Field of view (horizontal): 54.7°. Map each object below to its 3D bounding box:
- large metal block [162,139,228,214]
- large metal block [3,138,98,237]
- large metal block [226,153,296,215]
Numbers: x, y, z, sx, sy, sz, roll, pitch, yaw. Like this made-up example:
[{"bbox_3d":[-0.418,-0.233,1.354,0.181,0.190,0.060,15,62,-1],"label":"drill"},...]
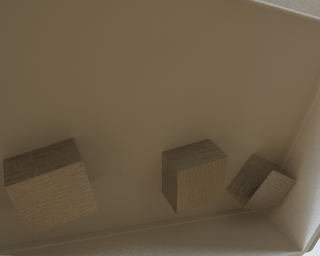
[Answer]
[{"bbox_3d":[0.050,0.071,0.464,0.081,0.050,0.079,-14,124,-21],"label":"large metal block"},{"bbox_3d":[-0.127,0.068,0.365,0.081,0.050,0.079,-19,126,-18],"label":"large metal block"},{"bbox_3d":[0.181,0.101,0.554,0.080,0.050,0.080,23,106,-37],"label":"large metal block"}]
